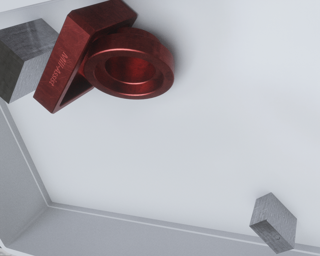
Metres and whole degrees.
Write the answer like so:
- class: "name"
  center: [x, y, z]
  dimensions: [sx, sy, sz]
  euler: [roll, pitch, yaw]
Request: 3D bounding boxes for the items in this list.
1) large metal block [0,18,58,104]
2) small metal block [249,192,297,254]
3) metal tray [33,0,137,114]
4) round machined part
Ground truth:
- class: "large metal block"
  center: [-0.178, -0.089, 0.409]
  dimensions: [0.050, 0.080, 0.080]
  euler: [42, 129, -1]
- class: "small metal block"
  center: [0.144, 0.119, 0.390]
  dimensions: [0.050, 0.050, 0.025]
  euler: [46, 129, -4]
- class: "metal tray"
  center: [-0.088, -0.082, 0.360]
  dimensions: [0.030, 0.090, 0.129]
  euler: [42, 129, 0]
- class: "round machined part"
  center: [-0.033, -0.074, 0.347]
  dimensions: [0.099, 0.042, 0.098]
  euler: [3, 156, 2]
